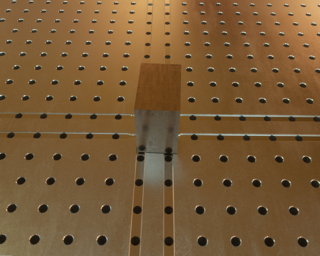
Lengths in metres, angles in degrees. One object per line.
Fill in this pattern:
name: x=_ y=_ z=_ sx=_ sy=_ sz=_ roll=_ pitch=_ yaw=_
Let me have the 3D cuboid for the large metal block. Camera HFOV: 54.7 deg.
large metal block: x=-0.001 y=-0.024 z=0.391 sx=0.050 sy=0.080 sz=0.080 roll=3 pitch=50 yaw=2
